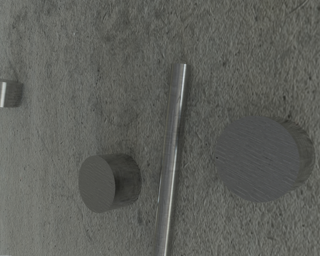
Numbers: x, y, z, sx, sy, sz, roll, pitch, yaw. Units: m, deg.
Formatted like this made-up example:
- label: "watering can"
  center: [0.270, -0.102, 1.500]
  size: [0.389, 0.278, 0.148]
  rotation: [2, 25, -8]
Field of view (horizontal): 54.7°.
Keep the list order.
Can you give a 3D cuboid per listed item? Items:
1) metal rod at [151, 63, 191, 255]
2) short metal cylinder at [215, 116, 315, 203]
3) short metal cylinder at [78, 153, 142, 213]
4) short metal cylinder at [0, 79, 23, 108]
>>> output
- label: "metal rod"
  center: [0.011, 0.070, 0.395]
  size: [0.025, 0.025, 0.298]
  rotation: [10, 96, 39]
- label: "short metal cylinder"
  center: [0.102, 0.028, 0.304]
  size: [0.080, 0.050, 0.079]
  rotation: [0, 90, 40]
- label: "short metal cylinder"
  center: [-0.073, 0.078, 0.449]
  size: [0.080, 0.050, 0.079]
  rotation: [0, 90, 40]
- label: "short metal cylinder"
  center: [-0.332, -0.075, 0.644]
  size: [0.080, 0.081, 0.050]
  rotation: [17, 101, 38]
